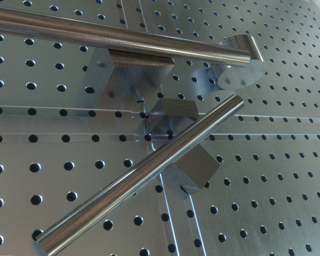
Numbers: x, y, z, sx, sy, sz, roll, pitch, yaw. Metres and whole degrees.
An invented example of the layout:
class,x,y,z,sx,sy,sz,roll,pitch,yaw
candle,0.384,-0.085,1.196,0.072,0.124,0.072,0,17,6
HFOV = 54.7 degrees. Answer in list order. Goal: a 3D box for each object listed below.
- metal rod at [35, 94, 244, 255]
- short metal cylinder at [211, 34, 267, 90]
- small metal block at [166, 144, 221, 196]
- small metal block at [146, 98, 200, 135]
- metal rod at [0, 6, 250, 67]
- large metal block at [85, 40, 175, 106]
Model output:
class,x,y,z,sx,sy,sz,roll,pitch,yaw
metal rod,0.001,0.037,0.360,0.302,0.025,0.025,-34,81,-30
short metal cylinder,0.126,-0.105,0.505,0.081,0.080,0.050,1,61,-28
small metal block,0.042,0.050,0.400,0.050,0.025,0.050,46,51,3
small metal block,0.015,-0.014,0.409,0.050,0.050,0.025,3,61,-27
metal rod,-0.019,-0.098,0.354,0.303,0.025,0.025,1,62,-28
large metal block,-0.041,-0.075,0.396,0.081,0.080,0.050,-10,67,-32
